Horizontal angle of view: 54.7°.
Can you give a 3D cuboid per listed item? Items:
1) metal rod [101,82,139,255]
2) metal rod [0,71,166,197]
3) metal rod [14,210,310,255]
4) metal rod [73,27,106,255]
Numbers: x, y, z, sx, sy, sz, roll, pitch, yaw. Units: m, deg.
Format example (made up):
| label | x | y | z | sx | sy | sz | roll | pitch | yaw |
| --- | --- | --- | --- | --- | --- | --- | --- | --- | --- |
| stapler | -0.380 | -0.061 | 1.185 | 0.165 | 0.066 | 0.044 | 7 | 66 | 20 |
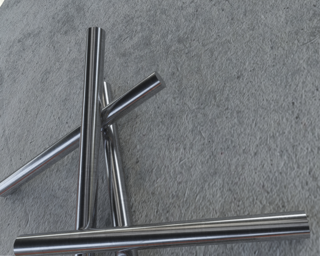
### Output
| label | x | y | z | sx | sy | sz | roll | pitch | yaw |
| --- | --- | --- | --- | --- | --- | --- | --- | --- | --- |
| metal rod | -0.059 | 0.053 | 0.402 | 0.025 | 0.025 | 0.299 | -25 | 53 | 13 |
| metal rod | -0.120 | 0.017 | 0.431 | 0.300 | 0.025 | 0.025 | -33 | 51 | 16 |
| metal rod | -0.012 | 0.110 | 0.315 | 0.301 | 0.025 | 0.025 | -9 | 57 | 13 |
| metal rod | -0.087 | 0.016 | 0.385 | 0.025 | 0.025 | 0.299 | -6 | 76 | 25 |
